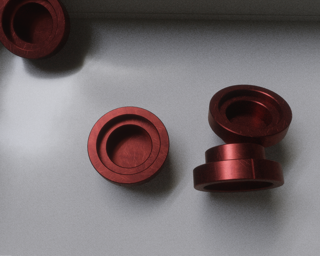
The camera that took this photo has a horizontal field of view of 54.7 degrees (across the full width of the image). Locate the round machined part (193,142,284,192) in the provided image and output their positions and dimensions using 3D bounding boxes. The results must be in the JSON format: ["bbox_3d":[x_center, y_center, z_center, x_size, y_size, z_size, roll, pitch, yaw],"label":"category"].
[{"bbox_3d":[0.087,0.046,0.354,0.099,0.098,0.042,-1,70,0],"label":"round machined part"}]

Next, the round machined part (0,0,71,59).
[{"bbox_3d":[-0.175,-0.146,0.439,0.099,0.042,0.097,0,98,2],"label":"round machined part"}]

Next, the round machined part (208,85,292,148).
[{"bbox_3d":[0.110,-0.009,0.392,0.099,0.042,0.098,-1,44,1],"label":"round machined part"}]

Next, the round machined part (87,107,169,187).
[{"bbox_3d":[-0.038,0.026,0.391,0.099,0.042,0.098,0,70,0],"label":"round machined part"}]
